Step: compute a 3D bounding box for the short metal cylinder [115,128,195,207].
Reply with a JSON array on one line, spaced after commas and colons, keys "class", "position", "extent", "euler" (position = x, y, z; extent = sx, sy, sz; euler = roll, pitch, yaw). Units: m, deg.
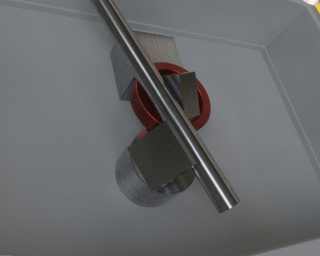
[{"class": "short metal cylinder", "position": [-0.005, 0.046, 0.359], "extent": [0.081, 0.050, 0.080], "euler": [14, 56, -21]}]

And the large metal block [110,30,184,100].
[{"class": "large metal block", "position": [-0.017, -0.085, 0.430], "extent": [0.081, 0.050, 0.080], "euler": [0, 62, -29]}]

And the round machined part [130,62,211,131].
[{"class": "round machined part", "position": [0.009, -0.029, 0.380], "extent": [0.099, 0.042, 0.098], "euler": [14, 56, -21]}]

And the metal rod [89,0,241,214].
[{"class": "metal rod", "position": [-0.006, -0.046, 0.340], "extent": [0.025, 0.025, 0.299], "euler": [-21, 73, -36]}]

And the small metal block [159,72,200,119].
[{"class": "small metal block", "position": [0.017, -0.037, 0.359], "extent": [0.025, 0.050, 0.050], "euler": [-19, 107, -39]}]

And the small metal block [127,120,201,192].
[{"class": "small metal block", "position": [0.004, 0.027, 0.308], "extent": [0.050, 0.050, 0.025], "euler": [59, 19, 14]}]
